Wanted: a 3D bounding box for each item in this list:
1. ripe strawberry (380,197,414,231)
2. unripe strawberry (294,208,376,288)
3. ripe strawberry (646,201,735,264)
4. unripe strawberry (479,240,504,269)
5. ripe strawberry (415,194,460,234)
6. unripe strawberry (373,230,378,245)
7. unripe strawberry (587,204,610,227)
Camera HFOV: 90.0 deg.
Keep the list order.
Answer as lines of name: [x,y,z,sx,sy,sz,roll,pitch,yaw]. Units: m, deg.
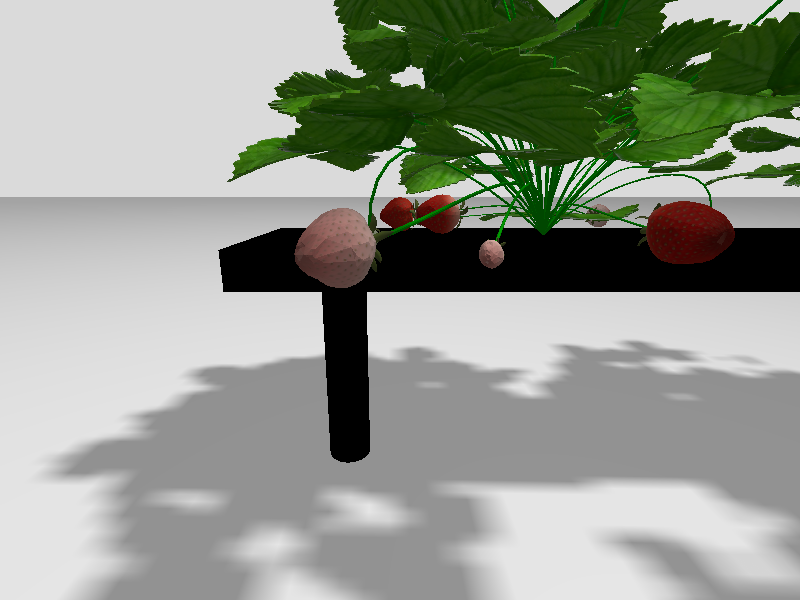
ripe strawberry: [-0.003,-0.078,0.365,0.031,0.030,0.034,2,16,9]
unripe strawberry: [-0.027,-0.020,0.162,0.032,0.033,0.034,12,21,37]
ripe strawberry: [0.147,-0.033,0.202,0.037,0.032,0.037,-2,17,-8]
unripe strawberry: [0.045,-0.022,0.197,0.012,0.014,0.014,8,40,26]
ripe strawberry: [0.032,-0.074,0.343,0.038,0.032,0.038,-1,16,0]
unripe strawberry: [-0.017,-0.035,0.232,0.011,0.011,0.010,-13,20,-38]
unripe strawberry: [0.208,-0.088,0.419,0.024,0.023,0.022,-13,21,-41]
